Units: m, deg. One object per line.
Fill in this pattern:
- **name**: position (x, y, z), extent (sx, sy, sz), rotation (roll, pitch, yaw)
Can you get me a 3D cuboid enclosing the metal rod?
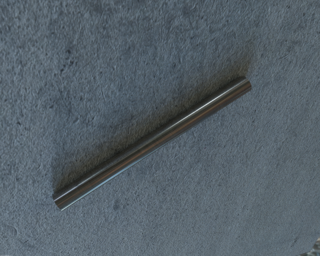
- **metal rod**: position (-0.005, 0.016, 0.418), extent (0.301, 0.025, 0.025), rotation (-32, 129, -8)
